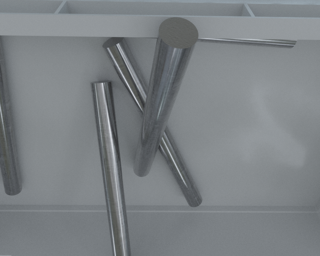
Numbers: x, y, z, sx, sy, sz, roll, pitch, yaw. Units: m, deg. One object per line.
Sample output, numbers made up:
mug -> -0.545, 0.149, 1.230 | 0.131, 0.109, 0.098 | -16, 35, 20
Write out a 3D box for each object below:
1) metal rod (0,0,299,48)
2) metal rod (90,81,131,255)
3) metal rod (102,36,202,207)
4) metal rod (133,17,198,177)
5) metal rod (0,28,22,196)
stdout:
metal rod -> -0.010, -0.103, 0.310 | 0.302, 0.025, 0.025 | 2, 130, -7
metal rod -> -0.059, 0.089, 0.403 | 0.025, 0.025, 0.298 | -4, 105, 3
metal rod -> 0.004, 0.014, 0.420 | 0.025, 0.025, 0.299 | -17, 129, 13
metal rod -> -0.008, 0.001, 0.328 | 0.025, 0.025, 0.299 | 6, 155, -5
metal rod -> -0.202, -0.015, 0.394 | 0.025, 0.025, 0.298 | 9, 130, -7
